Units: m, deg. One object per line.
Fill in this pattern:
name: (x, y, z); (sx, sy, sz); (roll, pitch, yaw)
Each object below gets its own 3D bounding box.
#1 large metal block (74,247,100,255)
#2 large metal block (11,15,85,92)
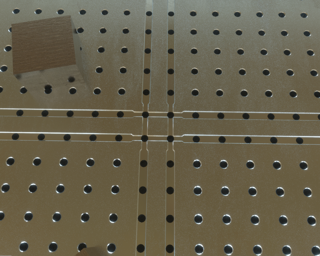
large metal block: (-0.085, 0.187, 0.330); (0.080, 0.050, 0.080); (-38, 75, -13)
large metal block: (-0.156, -0.104, 0.436); (0.080, 0.050, 0.080); (-10, 70, -4)
